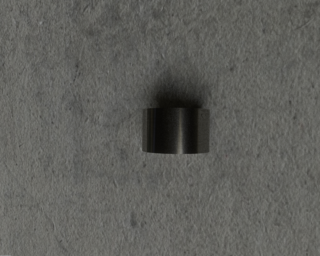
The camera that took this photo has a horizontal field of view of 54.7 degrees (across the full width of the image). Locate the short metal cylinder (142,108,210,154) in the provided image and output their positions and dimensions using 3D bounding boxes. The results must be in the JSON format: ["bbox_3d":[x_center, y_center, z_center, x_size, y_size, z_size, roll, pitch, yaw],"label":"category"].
[{"bbox_3d":[0.019,0.003,0.372,0.080,0.080,0.050,1,90,19],"label":"short metal cylinder"}]
